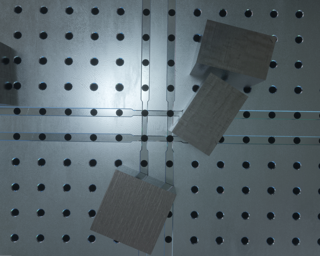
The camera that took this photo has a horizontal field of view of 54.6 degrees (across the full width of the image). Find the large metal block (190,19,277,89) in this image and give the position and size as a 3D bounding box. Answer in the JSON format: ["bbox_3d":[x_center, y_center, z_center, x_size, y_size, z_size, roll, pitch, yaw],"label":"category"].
[{"bbox_3d":[0.086,-0.088,0.386,0.080,0.080,0.050,14,90,0],"label":"large metal block"}]

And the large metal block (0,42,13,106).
[{"bbox_3d":[-0.243,-0.069,0.399,0.080,0.050,0.080,-3,90,0],"label":"large metal block"}]

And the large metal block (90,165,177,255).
[{"bbox_3d":[-0.032,0.102,0.401,0.080,0.050,0.080,23,90,0],"label":"large metal block"}]

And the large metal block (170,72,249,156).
[{"bbox_3d":[0.056,-0.016,0.386,0.050,0.080,0.080,33,90,0],"label":"large metal block"}]
